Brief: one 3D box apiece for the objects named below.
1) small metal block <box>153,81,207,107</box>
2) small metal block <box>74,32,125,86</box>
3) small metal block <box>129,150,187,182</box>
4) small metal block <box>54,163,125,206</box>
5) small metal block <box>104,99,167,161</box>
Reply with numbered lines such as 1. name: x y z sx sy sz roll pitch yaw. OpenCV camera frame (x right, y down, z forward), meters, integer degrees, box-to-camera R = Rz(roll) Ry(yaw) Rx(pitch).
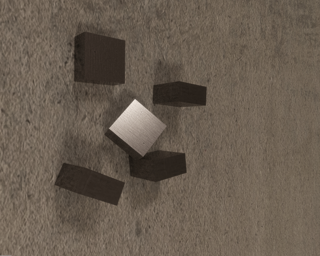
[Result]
1. small metal block: 0.026 -0.044 0.412 0.050 0.050 0.025 4 88 -40
2. small metal block: -0.068 -0.076 0.349 0.050 0.025 0.050 0 90 -40
3. small metal block: -0.003 0.046 0.388 0.050 0.050 0.025 -9 97 -40
4. small metal block: -0.074 0.059 0.328 0.050 0.050 0.025 30 72 -37
5. small metal block: -0.029 0.003 0.371 0.050 0.025 0.050 41 62 -6
